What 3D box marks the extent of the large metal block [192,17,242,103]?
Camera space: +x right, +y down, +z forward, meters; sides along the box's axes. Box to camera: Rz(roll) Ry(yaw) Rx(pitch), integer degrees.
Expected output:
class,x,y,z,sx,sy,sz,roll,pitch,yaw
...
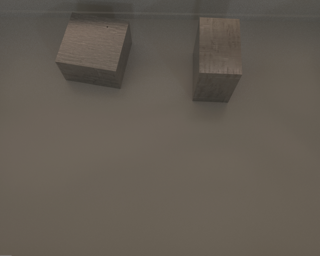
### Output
class,x,y,z,sx,sy,sz,roll,pitch,yaw
large metal block,0.073,-0.088,0.413,0.050,0.080,0.080,3,70,1

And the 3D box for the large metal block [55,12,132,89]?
class,x,y,z,sx,sy,sz,roll,pitch,yaw
large metal block,-0.089,-0.108,0.435,0.080,0.050,0.080,10,70,3
